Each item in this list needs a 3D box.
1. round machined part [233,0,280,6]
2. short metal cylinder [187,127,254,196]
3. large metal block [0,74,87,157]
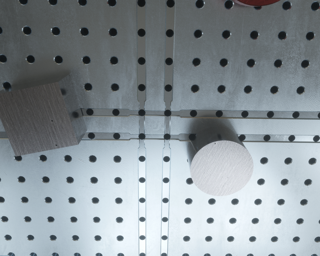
[{"bbox_3d":[0.106,-0.185,0.338,0.099,0.042,0.097,0,110,-1],"label":"round machined part"},{"bbox_3d":[0.079,0.044,0.417,0.081,0.050,0.079,0,110,-1],"label":"short metal cylinder"},{"bbox_3d":[-0.148,-0.017,0.392,0.080,0.050,0.079,-11,110,3],"label":"large metal block"}]
